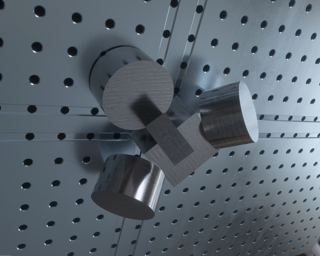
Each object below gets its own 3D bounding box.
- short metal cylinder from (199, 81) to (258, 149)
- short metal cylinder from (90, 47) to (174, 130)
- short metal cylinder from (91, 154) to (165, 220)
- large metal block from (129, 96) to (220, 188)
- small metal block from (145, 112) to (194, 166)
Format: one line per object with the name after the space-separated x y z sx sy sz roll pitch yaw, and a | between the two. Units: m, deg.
0.091 -0.016 0.402 0.050 0.080 0.080 -13 136 28 | short metal cylinder
-0.032 -0.045 0.346 0.081 0.050 0.079 -14 124 -21 | short metal cylinder
-0.039 0.075 0.389 0.080 0.050 0.080 12 145 9 | short metal cylinder
0.020 0.019 0.410 0.080 0.050 0.080 -39 130 -2 | large metal block
0.010 0.013 0.340 0.025 0.050 0.050 -37 86 -1 | small metal block
